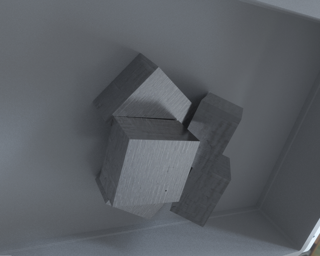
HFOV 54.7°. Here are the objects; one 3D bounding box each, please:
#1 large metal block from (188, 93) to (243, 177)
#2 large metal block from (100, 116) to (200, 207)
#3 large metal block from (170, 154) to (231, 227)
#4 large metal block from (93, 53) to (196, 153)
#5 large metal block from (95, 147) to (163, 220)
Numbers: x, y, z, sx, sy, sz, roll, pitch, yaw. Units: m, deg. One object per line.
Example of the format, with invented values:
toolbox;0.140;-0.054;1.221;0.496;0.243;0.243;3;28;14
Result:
large metal block;0.065;0.005;0.403;0.079;0.050;0.080;-65;171;18
large metal block;-0.013;0.036;0.340;0.081;0.050;0.079;3;116;-29
large metal block;0.060;0.079;0.446;0.050;0.080;0.079;26;108;3
large metal block;-0.017;-0.026;0.367;0.080;0.050;0.080;-45;130;3
large metal block;-0.025;0.067;0.416;0.080;0.050;0.080;34;99;-39
